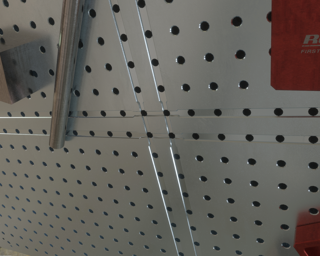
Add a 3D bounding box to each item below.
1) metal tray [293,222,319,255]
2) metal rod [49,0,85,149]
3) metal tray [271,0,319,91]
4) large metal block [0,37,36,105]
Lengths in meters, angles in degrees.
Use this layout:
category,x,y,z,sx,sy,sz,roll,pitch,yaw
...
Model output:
category,x,y,z,sx,sy,sz,roll,pitch,yaw
metal tray,0.242,0.174,0.387,0.090,0.030,0.130,-29,103,37
metal rod,-0.130,-0.084,0.427,0.025,0.025,0.298,29,128,10
metal tray,0.168,-0.079,0.271,0.130,0.030,0.089,5,121,25
large metal block,-0.243,-0.090,0.467,0.080,0.050,0.079,17,125,18
